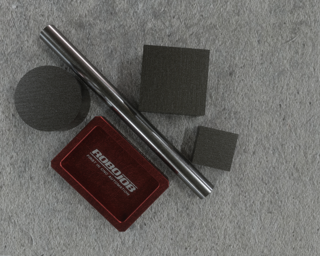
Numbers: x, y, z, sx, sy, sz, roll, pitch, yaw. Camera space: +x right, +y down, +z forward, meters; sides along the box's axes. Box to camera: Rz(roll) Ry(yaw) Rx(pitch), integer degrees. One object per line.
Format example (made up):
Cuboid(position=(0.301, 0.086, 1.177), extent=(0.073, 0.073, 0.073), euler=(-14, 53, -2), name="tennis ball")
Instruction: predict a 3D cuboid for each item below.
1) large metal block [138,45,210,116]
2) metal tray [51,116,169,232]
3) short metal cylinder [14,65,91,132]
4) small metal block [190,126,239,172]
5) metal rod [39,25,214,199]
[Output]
Cuboid(position=(0.017, -0.058, 0.399), extent=(0.081, 0.050, 0.079), euler=(4, 90, -1), name="large metal block")
Cuboid(position=(-0.064, 0.058, 0.408), extent=(0.130, 0.030, 0.090), euler=(44, 90, -1), name="metal tray")
Cuboid(position=(-0.135, -0.036, 0.397), extent=(0.081, 0.050, 0.079), euler=(0, 90, -1), name="short metal cylinder")
Cuboid(position=(0.072, 0.027, 0.413), extent=(0.050, 0.025, 0.050), euler=(13, 90, -1), name="small metal block")
Cuboid(position=(-0.043, -0.021, 0.410), extent=(0.025, 0.025, 0.300), euler=(-45, 91, 0), name="metal rod")
